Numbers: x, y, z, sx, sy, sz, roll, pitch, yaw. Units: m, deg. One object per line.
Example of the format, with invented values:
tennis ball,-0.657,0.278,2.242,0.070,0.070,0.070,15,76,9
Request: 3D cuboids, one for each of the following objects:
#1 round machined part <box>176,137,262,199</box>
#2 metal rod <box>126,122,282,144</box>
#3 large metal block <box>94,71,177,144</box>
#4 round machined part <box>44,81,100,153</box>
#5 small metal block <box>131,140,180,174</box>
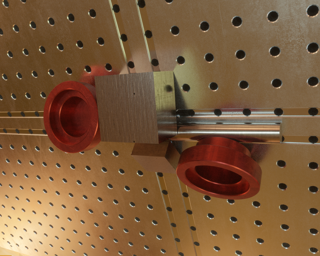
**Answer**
round machined part,0.072,0.046,0.375,0.098,0.042,0.098,14,148,9
metal rod,0.002,0.004,0.414,0.300,0.025,0.025,1,119,27
large metal block,-0.028,-0.026,0.379,0.080,0.050,0.079,1,101,27
round machined part,-0.112,-0.015,0.433,0.098,0.042,0.097,1,93,28
small metal block,-0.003,0.039,0.425,0.050,0.025,0.050,1,148,28
